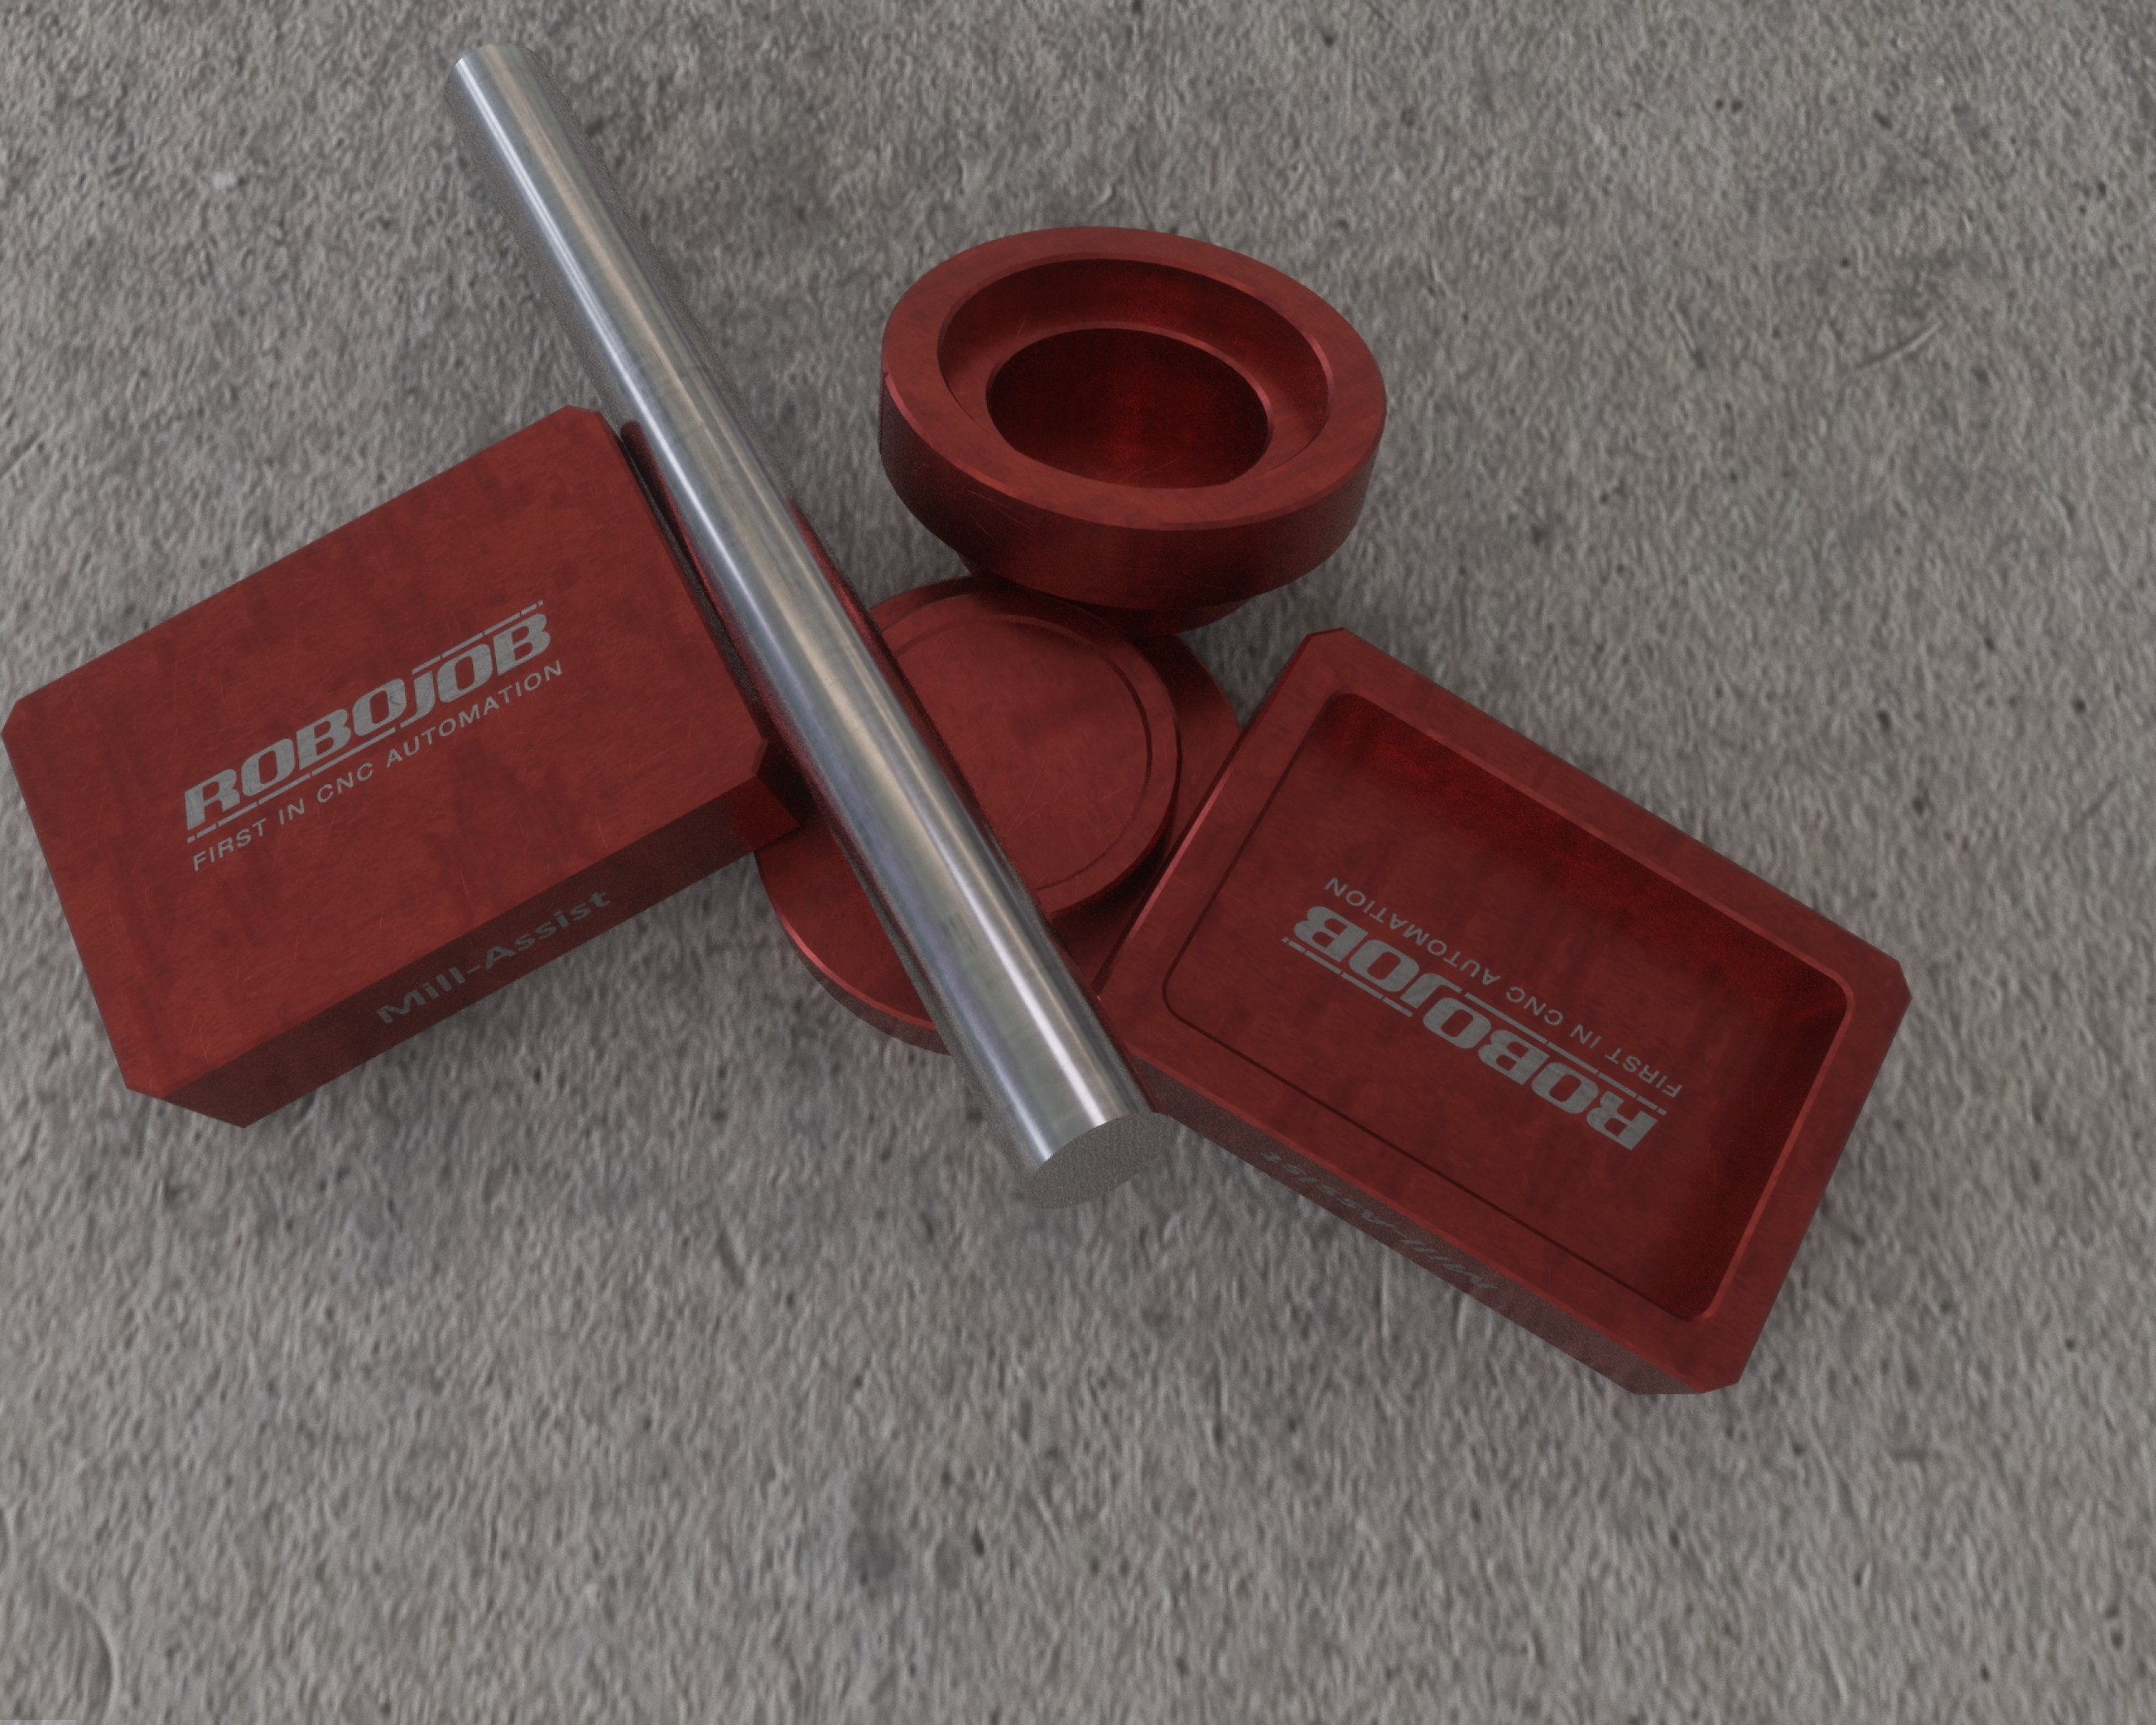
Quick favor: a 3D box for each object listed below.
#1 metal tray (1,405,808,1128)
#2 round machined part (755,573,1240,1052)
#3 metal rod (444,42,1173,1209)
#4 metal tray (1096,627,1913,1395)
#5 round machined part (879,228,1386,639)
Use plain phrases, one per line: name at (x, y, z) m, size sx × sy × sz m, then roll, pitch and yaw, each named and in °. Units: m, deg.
metal tray at (-0.129, -0.019, 0.401) m, size 0.130 × 0.030 × 0.090 m, roll -29°, pitch 70°, yaw -1°
round machined part at (-0.015, -0.014, 0.406) m, size 0.099 × 0.042 × 0.098 m, roll 0°, pitch 70°, yaw 0°
metal rod at (-0.064, -0.064, 0.397) m, size 0.025 × 0.025 × 0.299 m, roll -26°, pitch 59°, yaw -9°
metal tray at (0.076, 0.027, 0.386) m, size 0.130 × 0.030 × 0.090 m, roll 31°, pitch 72°, yaw 0°
round machined part at (0.009, -0.083, 0.419) m, size 0.099 × 0.042 × 0.098 m, roll 4°, pitch 48°, yaw -5°
